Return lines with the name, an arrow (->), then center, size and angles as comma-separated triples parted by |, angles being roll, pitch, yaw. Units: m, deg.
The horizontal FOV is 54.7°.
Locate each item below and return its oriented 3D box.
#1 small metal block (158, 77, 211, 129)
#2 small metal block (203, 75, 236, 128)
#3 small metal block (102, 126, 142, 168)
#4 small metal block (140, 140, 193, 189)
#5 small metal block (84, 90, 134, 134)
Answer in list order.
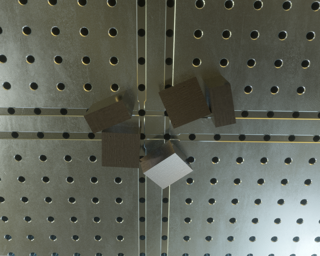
small metal block -> 0.032, -0.033, 0.397 | 0.050, 0.025, 0.050 | -22, 98, 8
small metal block -> 0.074, -0.034, 0.389 | 0.025, 0.050, 0.050 | -12, 110, 4
small metal block -> -0.052, 0.026, 0.422 | 0.050, 0.025, 0.050 | 3, 110, -2
small metal block -> 0.009, 0.051, 0.423 | 0.050, 0.025, 0.050 | -34, 132, 11
small metal block -> -0.063, -0.022, 0.391 | 0.050, 0.050, 0.025 | -22, 109, 7
